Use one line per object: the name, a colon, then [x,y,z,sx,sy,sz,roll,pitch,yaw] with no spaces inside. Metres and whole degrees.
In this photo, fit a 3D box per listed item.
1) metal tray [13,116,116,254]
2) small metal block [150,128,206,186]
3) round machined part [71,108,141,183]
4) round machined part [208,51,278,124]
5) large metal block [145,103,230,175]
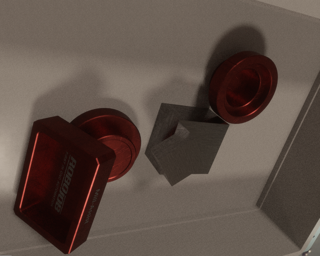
metal tray: [-0.110,0.063,0.344,0.030,0.090,0.129,-23,139,-61]
small metal block: [0.023,0.036,0.380,0.050,0.025,0.050,-31,129,-9]
round machined part: [-0.068,0.028,0.379,0.099,0.042,0.097,-14,125,-21]
round machined part: [0.107,-0.058,0.423,0.099,0.042,0.097,-14,125,-21]
large metal block: [0.035,0.016,0.424,0.081,0.050,0.079,5,116,-31]
